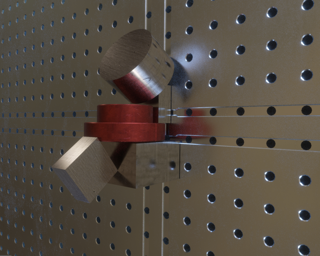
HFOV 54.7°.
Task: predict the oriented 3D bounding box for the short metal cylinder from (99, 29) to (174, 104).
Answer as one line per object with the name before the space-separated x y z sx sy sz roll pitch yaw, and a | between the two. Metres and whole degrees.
short metal cylinder | -0.029 -0.078 0.393 0.080 0.050 0.080 -21 49 26

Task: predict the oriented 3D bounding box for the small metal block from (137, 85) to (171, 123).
small metal block | -0.013 -0.032 0.417 0.050 0.025 0.050 1 91 39

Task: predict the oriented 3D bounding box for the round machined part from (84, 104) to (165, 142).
round machined part | -0.043 -0.007 0.381 0.098 0.099 0.042 1 91 39

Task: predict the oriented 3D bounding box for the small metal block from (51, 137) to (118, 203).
small metal block | -0.081 0.045 0.339 0.025 0.050 0.050 2 129 39

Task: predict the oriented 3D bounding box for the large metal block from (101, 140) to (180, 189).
large metal block | -0.031 0.041 0.396 0.080 0.081 0.050 1 91 39
